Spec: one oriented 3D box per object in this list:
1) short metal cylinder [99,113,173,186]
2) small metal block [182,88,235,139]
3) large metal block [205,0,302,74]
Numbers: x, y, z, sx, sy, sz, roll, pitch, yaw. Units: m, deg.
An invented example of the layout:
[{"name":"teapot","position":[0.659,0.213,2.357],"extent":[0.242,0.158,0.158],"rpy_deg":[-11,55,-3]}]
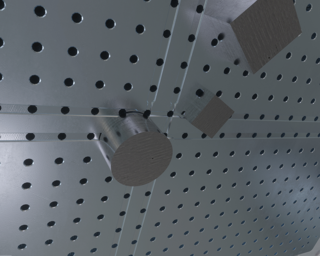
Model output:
[{"name":"short metal cylinder","position":[-0.031,0.027,0.395],"extent":[0.081,0.050,0.079],"rpy_deg":[-14,124,-21]},{"name":"small metal block","position":[0.068,-0.020,0.436],"extent":[0.050,0.025,0.050],"rpy_deg":[33,100,-38]},{"name":"large metal block","position":[0.116,-0.128,0.379],"extent":[0.080,0.050,0.080],"rpy_deg":[-41,130,0]}]
